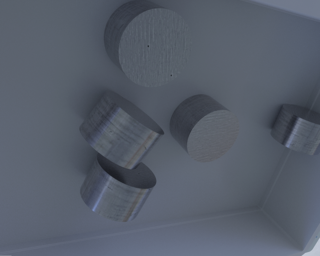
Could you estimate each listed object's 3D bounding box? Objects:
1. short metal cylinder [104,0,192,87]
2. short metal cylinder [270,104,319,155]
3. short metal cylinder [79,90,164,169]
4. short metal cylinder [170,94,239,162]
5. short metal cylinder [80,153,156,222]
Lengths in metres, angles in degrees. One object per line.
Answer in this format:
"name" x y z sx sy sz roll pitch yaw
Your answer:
"short metal cylinder" -0.013 -0.090 0.329 0.081 0.050 0.079 -14 124 -21
"short metal cylinder" 0.227 0.001 0.497 0.081 0.080 0.050 2 117 -30
"short metal cylinder" -0.042 0.002 0.351 0.080 0.080 0.050 31 101 -38
"short metal cylinder" 0.060 0.000 0.425 0.081 0.050 0.079 -14 124 -21
"short metal cylinder" -0.052 0.070 0.388 0.081 0.080 0.050 17 109 -35
